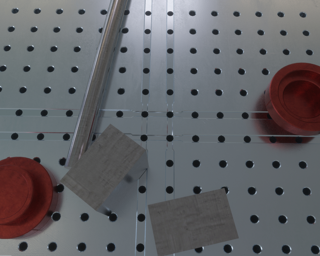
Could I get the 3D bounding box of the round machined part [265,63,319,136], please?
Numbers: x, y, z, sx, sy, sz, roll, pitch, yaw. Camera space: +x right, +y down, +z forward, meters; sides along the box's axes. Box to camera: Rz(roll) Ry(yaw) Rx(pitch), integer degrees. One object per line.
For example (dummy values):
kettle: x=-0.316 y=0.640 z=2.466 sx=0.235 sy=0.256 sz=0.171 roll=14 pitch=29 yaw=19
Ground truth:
round machined part: x=0.190 y=-0.035 z=0.417 sx=0.099 sy=0.042 sz=0.098 roll=0 pitch=70 yaw=0

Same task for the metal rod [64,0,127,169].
metal rod: x=-0.084 y=-0.086 z=0.442 sx=0.025 sy=0.025 sz=0.299 roll=9 pitch=70 yaw=3

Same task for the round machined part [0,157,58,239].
round machined part: x=-0.178 y=0.082 z=0.371 sx=0.099 sy=0.042 sz=0.098 roll=0 pitch=70 yaw=0

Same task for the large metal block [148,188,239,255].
large metal block: x=0.032 y=0.106 z=0.344 sx=0.081 sy=0.080 sz=0.050 roll=-12 pitch=71 yaw=-4

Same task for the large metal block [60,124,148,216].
large metal block: x=-0.059 y=0.053 z=0.363 sx=0.050 sy=0.080 sz=0.080 roll=36 pitch=74 yaw=12
